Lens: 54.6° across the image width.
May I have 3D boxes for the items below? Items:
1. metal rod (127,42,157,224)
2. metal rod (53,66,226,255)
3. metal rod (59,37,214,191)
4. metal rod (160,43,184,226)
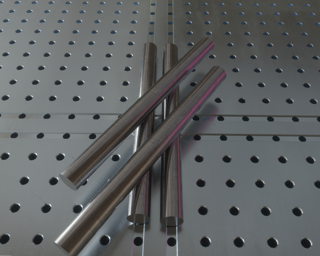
[{"bbox_3d":[-0.020,-0.019,0.424,0.025,0.025,0.300,1,50,1],"label":"metal rod"},{"bbox_3d":[-0.002,0.017,0.361,0.025,0.025,0.301,28,55,21],"label":"metal rod"},{"bbox_3d":[-0.012,-0.037,0.407,0.025,0.025,0.301,28,55,21],"label":"metal rod"},{"bbox_3d":[0.015,-0.016,0.422,0.025,0.025,0.300,1,50,1],"label":"metal rod"}]
